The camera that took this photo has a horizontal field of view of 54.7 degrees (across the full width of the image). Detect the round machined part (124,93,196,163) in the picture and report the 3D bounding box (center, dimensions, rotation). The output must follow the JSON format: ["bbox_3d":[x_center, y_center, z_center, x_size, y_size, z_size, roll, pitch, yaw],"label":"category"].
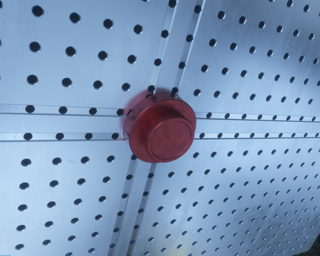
[{"bbox_3d":[0.006,0.007,0.409,0.099,0.042,0.097,-14,125,-21],"label":"round machined part"}]
